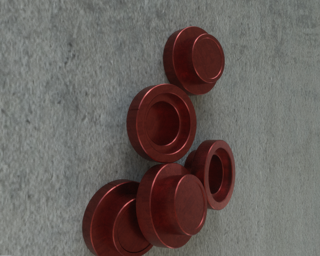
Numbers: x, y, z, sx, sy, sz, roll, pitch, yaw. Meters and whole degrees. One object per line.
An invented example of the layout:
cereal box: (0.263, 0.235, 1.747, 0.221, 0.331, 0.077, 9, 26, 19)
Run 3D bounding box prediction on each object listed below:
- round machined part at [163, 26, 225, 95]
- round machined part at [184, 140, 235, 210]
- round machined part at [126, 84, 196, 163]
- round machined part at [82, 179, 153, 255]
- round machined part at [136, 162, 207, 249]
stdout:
round machined part: (0.055, -0.096, 0.442, 0.099, 0.042, 0.097, 0, 90, -40)
round machined part: (0.069, 0.066, 0.445, 0.099, 0.042, 0.097, 3, 86, -53)
round machined part: (-0.002, -0.006, 0.394, 0.099, 0.042, 0.097, 0, 90, -40)
round machined part: (-0.037, 0.112, 0.365, 0.099, 0.042, 0.097, 0, 90, -40)
round machined part: (0.020, 0.089, 0.362, 0.099, 0.042, 0.098, 18, 67, -49)
